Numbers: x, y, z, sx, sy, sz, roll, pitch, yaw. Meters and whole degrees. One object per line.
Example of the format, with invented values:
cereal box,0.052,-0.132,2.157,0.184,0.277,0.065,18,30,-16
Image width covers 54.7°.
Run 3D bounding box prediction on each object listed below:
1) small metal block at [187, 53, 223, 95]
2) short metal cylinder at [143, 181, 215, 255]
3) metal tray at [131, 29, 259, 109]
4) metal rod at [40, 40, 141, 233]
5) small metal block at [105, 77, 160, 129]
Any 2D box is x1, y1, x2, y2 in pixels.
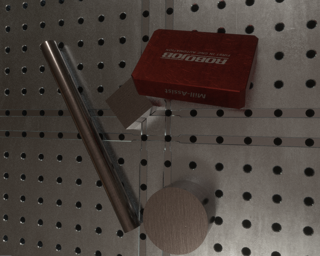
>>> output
small metal block,0.055,-0.066,0.390,0.050,0.025,0.050,11,101,19
short metal cylinder,0.025,0.110,0.390,0.080,0.050,0.079,0,90,19
metal tray,0.043,-0.074,0.369,0.130,0.030,0.090,10,57,19
metal rod,-0.103,0.006,0.447,0.025,0.025,0.299,-29,81,17
small metal block,-0.038,-0.033,0.425,0.050,0.025,0.050,-40,78,15
